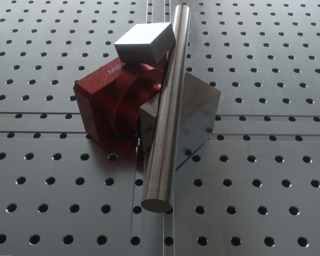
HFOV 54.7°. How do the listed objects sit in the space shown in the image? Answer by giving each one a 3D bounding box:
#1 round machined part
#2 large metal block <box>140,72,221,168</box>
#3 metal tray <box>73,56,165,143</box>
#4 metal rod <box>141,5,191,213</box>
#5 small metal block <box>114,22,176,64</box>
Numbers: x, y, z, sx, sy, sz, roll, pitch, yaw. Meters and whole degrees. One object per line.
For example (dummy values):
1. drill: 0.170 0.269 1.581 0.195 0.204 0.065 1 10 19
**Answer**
1. round machined part: -0.021 -0.029 0.390 0.042 0.097 0.099 35 58 25
2. large metal block: 0.024 -0.007 0.374 0.050 0.080 0.080 35 58 25
3. metal tray: -0.044 -0.049 0.406 0.030 0.089 0.131 36 58 26
4. metal rod: 0.014 -0.051 0.346 0.025 0.025 0.300 5 50 4
5. small metal block: -0.017 -0.100 0.365 0.050 0.025 0.050 9 46 31
